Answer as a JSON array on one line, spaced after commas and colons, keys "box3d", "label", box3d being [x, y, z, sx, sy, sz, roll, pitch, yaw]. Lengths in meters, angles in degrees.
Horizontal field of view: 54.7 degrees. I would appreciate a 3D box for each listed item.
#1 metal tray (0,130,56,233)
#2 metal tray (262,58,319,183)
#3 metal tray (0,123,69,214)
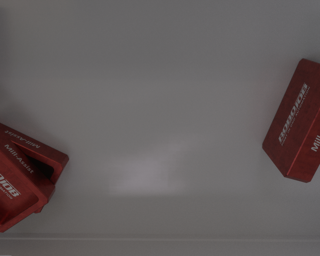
[{"box3d": [-0.213, 0.063, 0.397, 0.090, 0.030, 0.130, -34, 107, 11], "label": "metal tray"}, {"box3d": [0.175, -0.012, 0.373, 0.030, 0.090, 0.129, 16, 109, -6], "label": "metal tray"}, {"box3d": [-0.205, 0.052, 0.425, 0.131, 0.030, 0.090, 28, 108, -10], "label": "metal tray"}]
